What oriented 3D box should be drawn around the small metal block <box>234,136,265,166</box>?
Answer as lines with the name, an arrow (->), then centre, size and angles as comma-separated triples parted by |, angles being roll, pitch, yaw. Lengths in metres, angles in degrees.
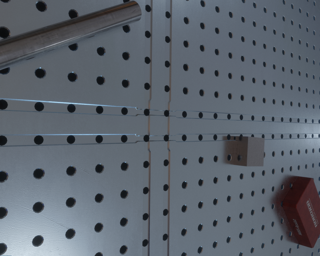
small metal block -> 0.157, 0.041, 0.541 | 0.050, 0.025, 0.050 | 6, 86, -40

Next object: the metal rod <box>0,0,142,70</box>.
metal rod -> -0.134, -0.075, 0.295 | 0.302, 0.025, 0.025 | -34, 111, -35

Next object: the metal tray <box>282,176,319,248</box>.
metal tray -> 0.316, 0.181, 0.671 | 0.090, 0.030, 0.130 | -43, 116, -31
